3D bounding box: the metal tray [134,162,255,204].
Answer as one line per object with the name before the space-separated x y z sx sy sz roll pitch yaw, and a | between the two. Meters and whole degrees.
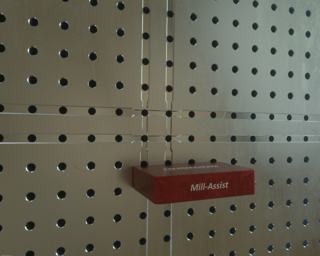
metal tray | 0.041 0.065 0.392 0.131 0.090 0.030 -1 91 -20
